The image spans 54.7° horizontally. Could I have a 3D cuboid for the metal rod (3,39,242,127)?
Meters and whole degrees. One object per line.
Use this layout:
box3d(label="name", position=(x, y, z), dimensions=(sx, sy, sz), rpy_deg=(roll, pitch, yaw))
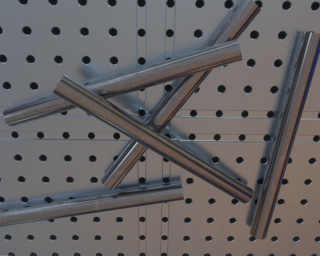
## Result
box3d(label="metal rod", position=(-0.053, -0.051, 0.378), dimensions=(0.301, 0.025, 0.025), rpy_deg=(-15, 110, 11))

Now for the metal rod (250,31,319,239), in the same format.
box3d(label="metal rod", position=(0.168, 0.024, 0.424), dimensions=(0.025, 0.025, 0.298), rpy_deg=(6, 110, -3))

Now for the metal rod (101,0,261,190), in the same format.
box3d(label="metal rod", position=(0.017, -0.033, 0.401), dimensions=(0.025, 0.025, 0.299), rpy_deg=(35, 106, -13))

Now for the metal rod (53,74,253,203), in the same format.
box3d(label="metal rod", position=(0.007, 0.024, 0.398), dimensions=(0.301, 0.025, 0.025), rpy_deg=(32, 107, -21))

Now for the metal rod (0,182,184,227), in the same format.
box3d(label="metal rod", position=(-0.116, 0.115, 0.454), dimensions=(0.302, 0.025, 0.025), rpy_deg=(-9, 110, 3))
